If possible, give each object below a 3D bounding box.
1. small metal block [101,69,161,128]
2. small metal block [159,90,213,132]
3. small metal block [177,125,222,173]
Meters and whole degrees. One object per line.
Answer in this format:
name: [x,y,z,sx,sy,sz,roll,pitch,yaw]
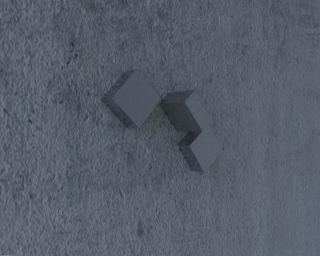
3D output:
small metal block: [-0.034,-0.035,0.376,0.050,0.025,0.050,50,61,-29]
small metal block: [0.034,-0.022,0.417,0.025,0.050,0.050,-49,119,-29]
small metal block: [0.059,0.029,0.454,0.050,0.025,0.050,-44,117,-31]
